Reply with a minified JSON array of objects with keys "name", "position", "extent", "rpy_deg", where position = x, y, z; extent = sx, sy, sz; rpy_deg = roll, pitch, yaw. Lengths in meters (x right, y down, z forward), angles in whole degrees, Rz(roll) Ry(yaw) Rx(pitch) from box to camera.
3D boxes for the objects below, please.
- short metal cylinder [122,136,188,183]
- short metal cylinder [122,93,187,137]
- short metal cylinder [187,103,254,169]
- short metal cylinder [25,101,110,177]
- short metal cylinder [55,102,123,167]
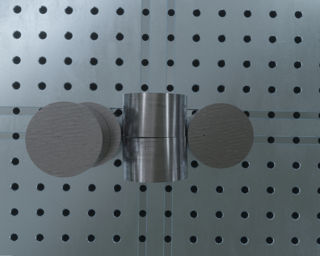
[{"name":"short metal cylinder","position":[-0.006,0.036,0.385],"extent":[0.081,0.080,0.050],"rpy_deg":[-1,90,0]},{"name":"short metal cylinder","position":[-0.007,-0.015,0.386],"extent":[0.081,0.080,0.050],"rpy_deg":[1,91,0]},{"name":"short metal cylinder","position":[0.074,0.009,0.401],"extent":[0.081,0.050,0.079],"rpy_deg":[0,90,-1]},{"name":"short metal cylinder","position":[-0.100,0.012,0.348],"extent":[0.081,0.050,0.079],"rpy_deg":[0,90,0]},{"name":"short metal cylinder","position":[-0.088,0.008,0.400],"extent":[0.081,0.050,0.079],"rpy_deg":[0,90,-1]}]
